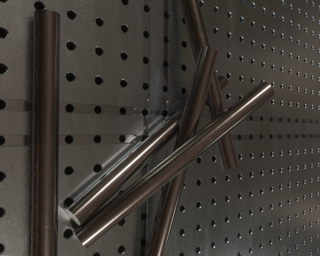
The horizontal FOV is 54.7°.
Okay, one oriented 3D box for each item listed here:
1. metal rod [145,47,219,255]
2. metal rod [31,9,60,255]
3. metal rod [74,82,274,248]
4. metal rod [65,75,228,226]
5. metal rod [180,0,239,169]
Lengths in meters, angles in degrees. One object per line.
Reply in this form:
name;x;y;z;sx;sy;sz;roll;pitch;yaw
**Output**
metal rod;0.027;0.040;0.408;0.025;0.025;0.298;17;87;-39
metal rod;-0.116;0.034;0.313;0.025;0.025;0.298;1;90;-40
metal rod;0.029;0.035;0.380;0.301;0.025;0.025;-37;114;-16
metal rod;0.002;0.012;0.413;0.302;0.025;0.025;-41;116;-32
metal rod;0.064;-0.089;0.439;0.025;0.025;0.298;-16;93;-39
